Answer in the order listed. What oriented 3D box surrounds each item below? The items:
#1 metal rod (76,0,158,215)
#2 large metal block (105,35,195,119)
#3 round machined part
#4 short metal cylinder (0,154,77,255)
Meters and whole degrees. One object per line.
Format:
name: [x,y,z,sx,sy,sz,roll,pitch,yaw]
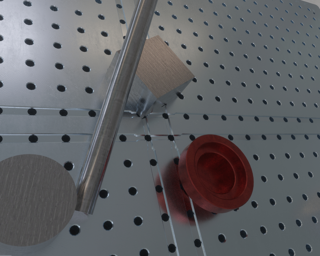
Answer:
metal rod: [-0.046,-0.052,0.363,0.025,0.025,0.299,20,70,-17]
large metal block: [-0.013,-0.072,0.429,0.081,0.050,0.080,-34,81,-38]
round machined part: [0.067,0.060,0.396,0.099,0.042,0.098,14,56,-21]
short metal cylinder: [-0.122,0.070,0.283,0.081,0.050,0.080,13,56,-21]
